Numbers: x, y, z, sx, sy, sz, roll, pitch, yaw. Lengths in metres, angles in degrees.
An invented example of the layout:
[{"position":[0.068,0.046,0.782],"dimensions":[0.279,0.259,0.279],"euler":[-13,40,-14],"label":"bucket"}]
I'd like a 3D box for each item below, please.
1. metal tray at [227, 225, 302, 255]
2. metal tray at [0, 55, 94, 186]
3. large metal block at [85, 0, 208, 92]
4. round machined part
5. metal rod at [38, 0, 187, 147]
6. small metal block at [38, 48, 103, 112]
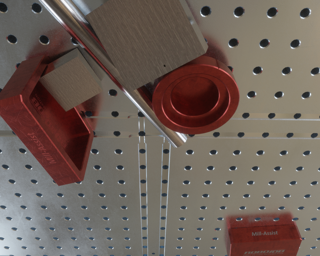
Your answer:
[{"position":[0.201,0.231,0.609],"dimensions":[0.131,0.030,0.089],"euler":[-5,130,3],"label":"metal tray"},{"position":[-0.124,-0.007,0.361],"dimensions":[0.030,0.090,0.129],"euler":[-14,129,11],"label":"metal tray"},{"position":[-0.009,-0.093,0.299],"dimensions":[0.080,0.050,0.080],"euler":[-25,104,19],"label":"large metal block"},{"position":[0.040,-0.042,0.365],"dimensions":[0.099,0.042,0.097],"euler":[-1,131,0],"label":"round machined part"},{"position":[-0.058,-0.077,0.345],"dimensions":[0.025,0.025,0.300],"euler":[-28,125,21],"label":"metal rod"},{"position":[-0.102,-0.055,0.355],"dimensions":[0.050,0.025,0.050],"euler":[-29,128,4],"label":"small metal block"}]
